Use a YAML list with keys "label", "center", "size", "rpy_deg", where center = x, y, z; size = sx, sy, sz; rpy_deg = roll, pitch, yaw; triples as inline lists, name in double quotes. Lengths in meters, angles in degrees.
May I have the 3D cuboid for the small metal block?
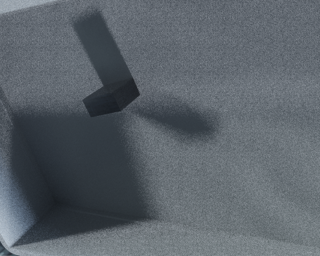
- label: "small metal block"
  center: [-0.062, -0.040, 0.401]
  size: [0.050, 0.050, 0.025]
  rpy_deg: [-9, 114, 32]
